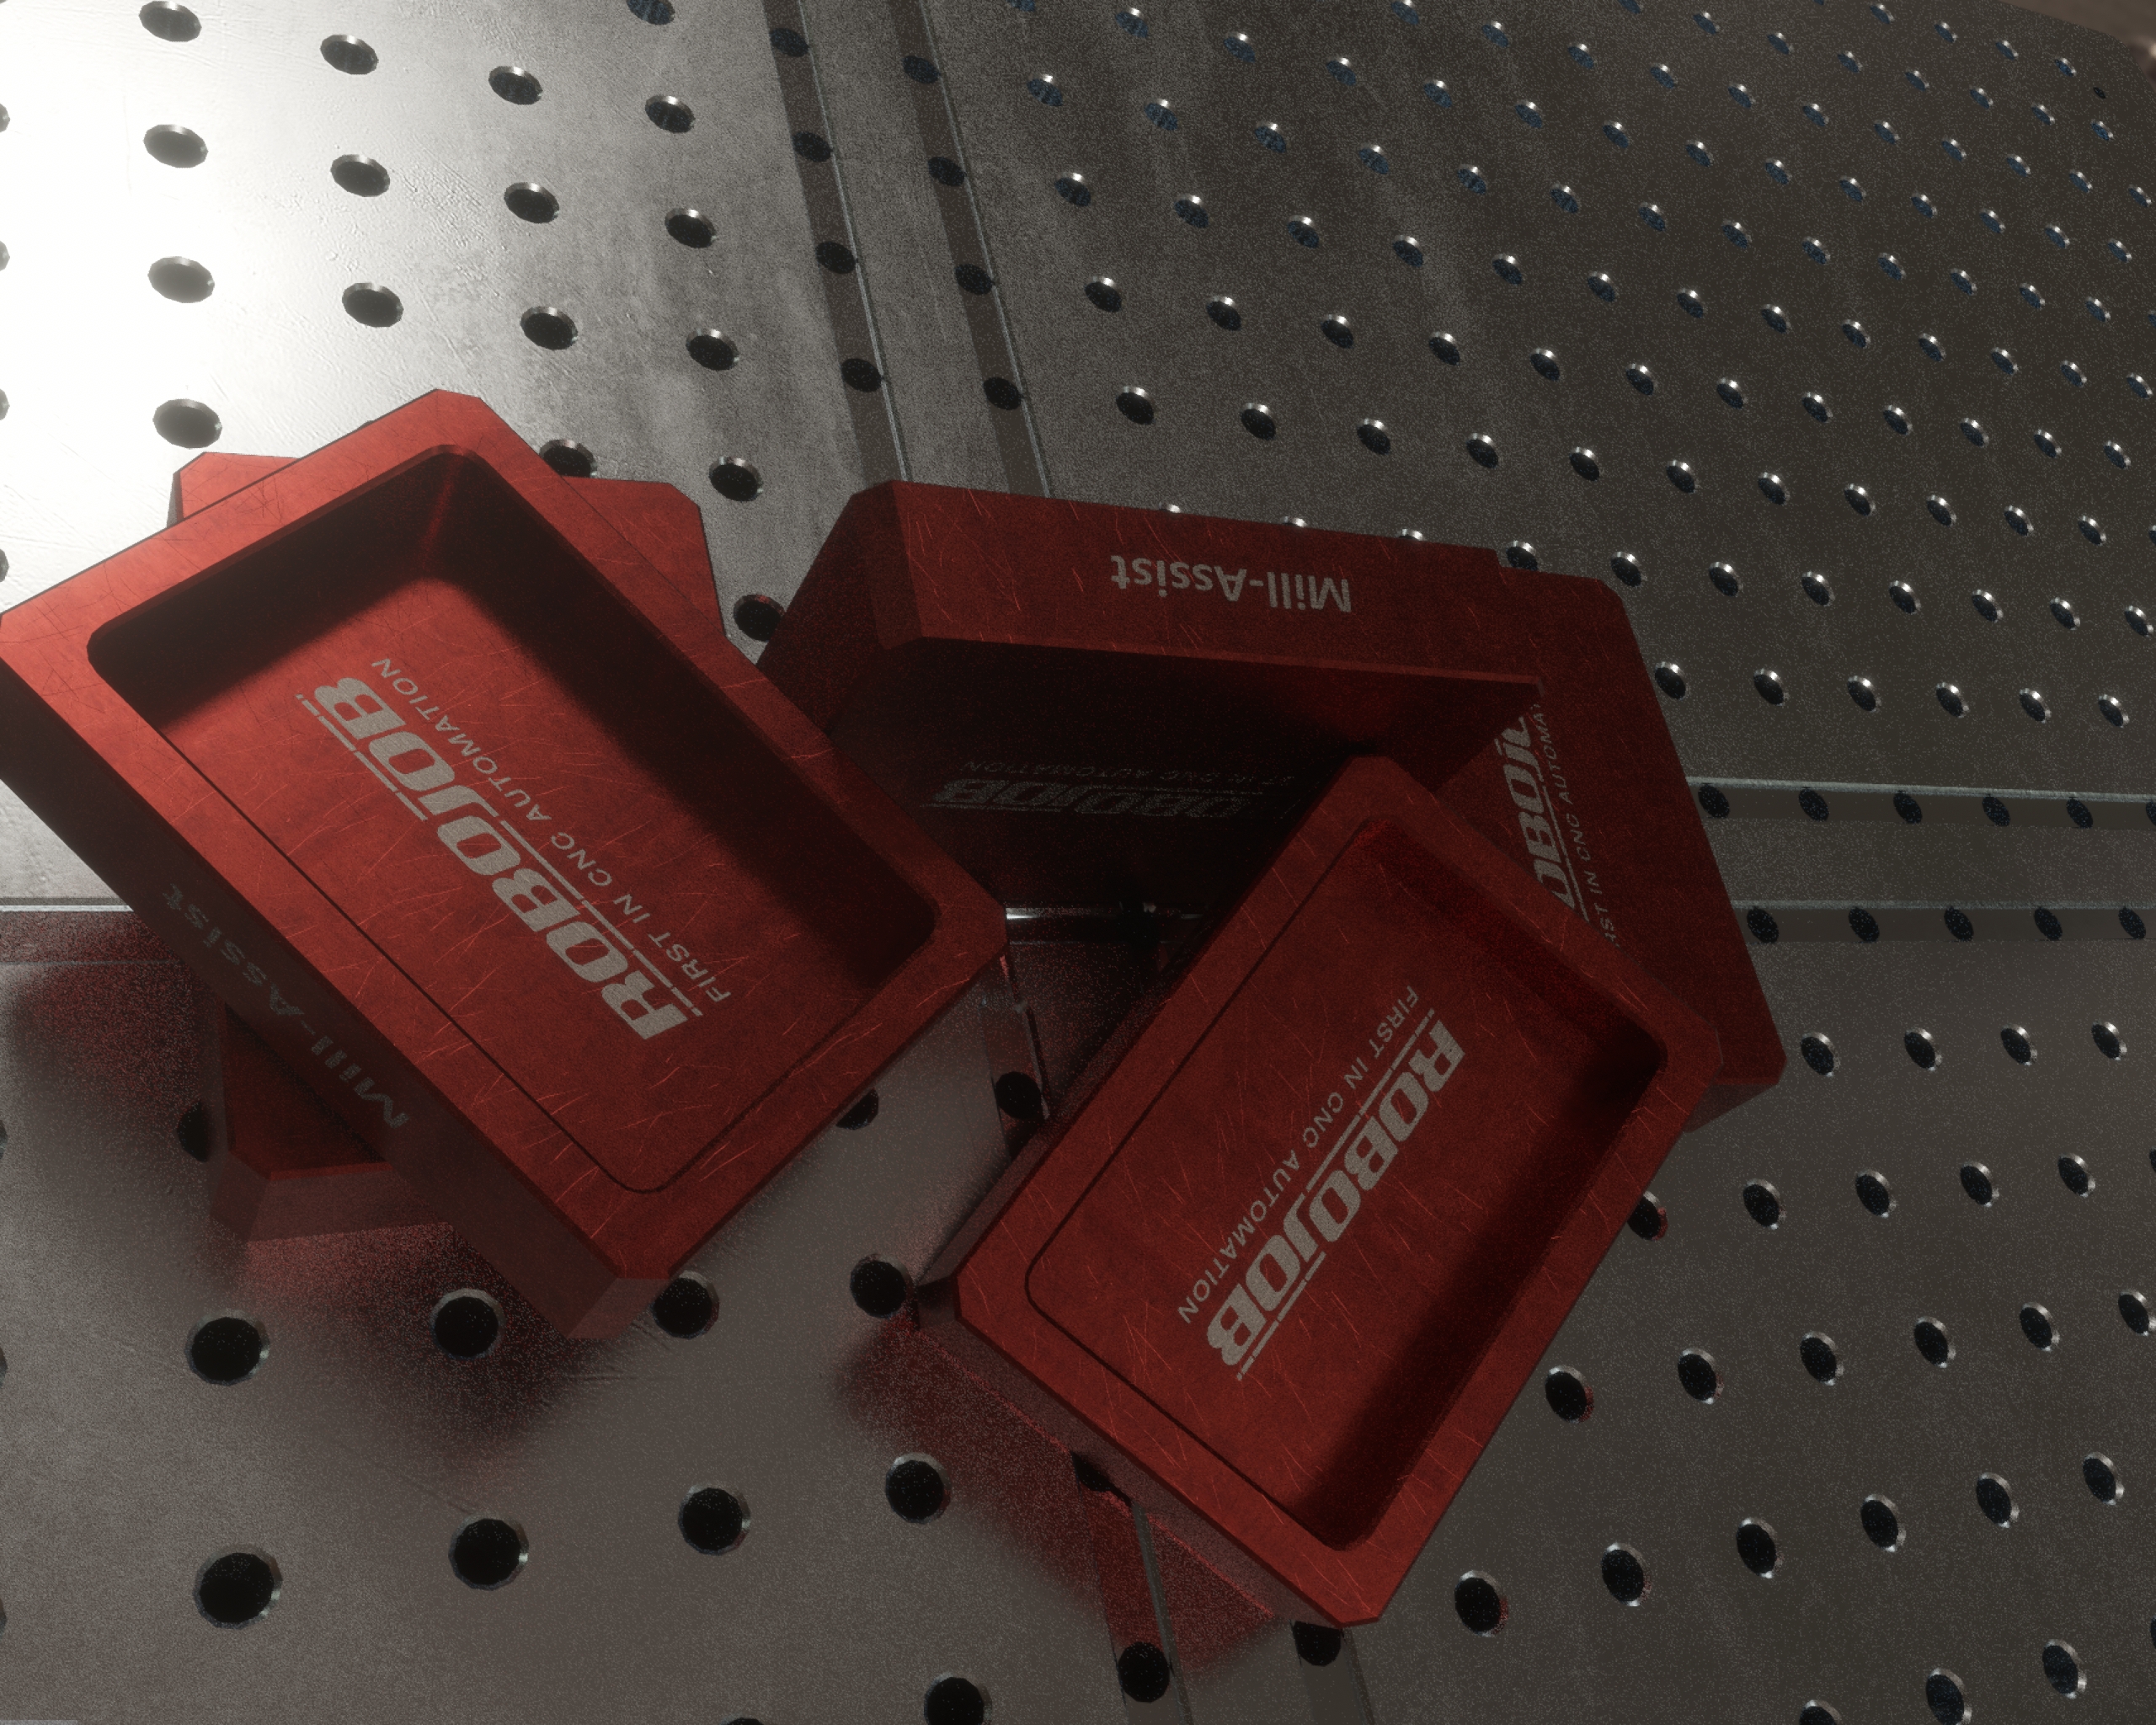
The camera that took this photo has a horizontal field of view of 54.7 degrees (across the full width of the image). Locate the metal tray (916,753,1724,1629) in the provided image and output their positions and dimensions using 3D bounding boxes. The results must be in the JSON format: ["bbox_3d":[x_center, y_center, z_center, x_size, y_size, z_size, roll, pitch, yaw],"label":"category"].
[{"bbox_3d":[0.046,0.056,0.373,0.090,0.030,0.130,40,68,-2],"label":"metal tray"}]

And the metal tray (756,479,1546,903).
[{"bbox_3d":[0.008,-0.026,0.387,0.131,0.090,0.030,1,61,-28],"label":"metal tray"}]

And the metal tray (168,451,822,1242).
[{"bbox_3d":[-0.102,-0.006,0.355,0.091,0.030,0.130,-1,63,-29],"label":"metal tray"}]

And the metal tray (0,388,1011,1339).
[{"bbox_3d":[-0.086,-0.004,0.321,0.130,0.030,0.090,44,50,2],"label":"metal tray"}]

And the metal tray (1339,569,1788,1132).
[{"bbox_3d":[0.094,-0.006,0.460,0.091,0.030,0.130,3,61,-27],"label":"metal tray"}]
